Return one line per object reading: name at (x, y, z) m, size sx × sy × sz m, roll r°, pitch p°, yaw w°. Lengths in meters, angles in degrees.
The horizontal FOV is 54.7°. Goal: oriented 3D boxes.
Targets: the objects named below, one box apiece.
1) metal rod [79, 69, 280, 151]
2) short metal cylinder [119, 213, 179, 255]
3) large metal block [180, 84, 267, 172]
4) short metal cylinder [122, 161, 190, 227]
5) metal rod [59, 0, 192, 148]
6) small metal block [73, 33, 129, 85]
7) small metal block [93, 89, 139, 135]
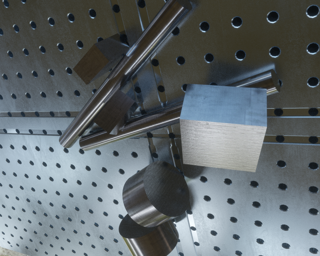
metal rod at (0.001, -0.012, 0.402) m, size 0.300 × 0.025 × 0.025 m, roll -17°, pitch 109°, yaw 35°
short metal cylinder at (-0.017, 0.162, 0.485) m, size 0.080 × 0.080 × 0.050 m, roll -11°, pitch 113°, yaw 33°
large metal block at (0.067, 0.001, 0.335) m, size 0.080 × 0.050 × 0.080 m, roll 5°, pitch 142°, yaw 12°
short metal cylinder at (-0.005, 0.093, 0.436) m, size 0.080 × 0.080 × 0.050 m, roll 48°, pitch 129°, yaw -6°
metal rod at (-0.064, -0.054, 0.411) m, size 0.025 × 0.025 × 0.299 m, roll 46°, pitch 129°, yaw -4°
small metal block at (-0.071, -0.085, 0.380) m, size 0.050 × 0.050 × 0.025 m, roll -34°, pitch 99°, yaw 38°
small metal block at (-0.055, -0.019, 0.399) m, size 0.025 × 0.050 × 0.050 m, roll 38°, pitch 88°, yaw 3°
